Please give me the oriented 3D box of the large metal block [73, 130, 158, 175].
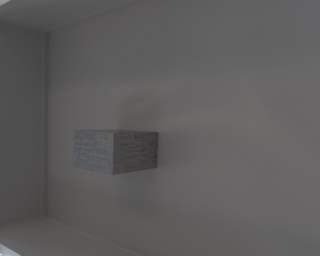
[{"bbox_3d":[-0.060,0.029,0.422,0.080,0.081,0.050,3,92,40],"label":"large metal block"}]
